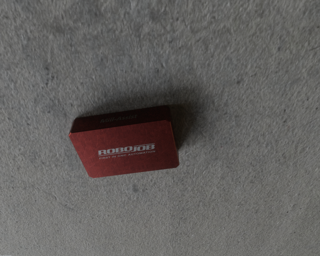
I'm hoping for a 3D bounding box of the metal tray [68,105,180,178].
[{"bbox_3d":[-0.045,0.021,0.422,0.131,0.030,0.090,-8,130,6],"label":"metal tray"}]
